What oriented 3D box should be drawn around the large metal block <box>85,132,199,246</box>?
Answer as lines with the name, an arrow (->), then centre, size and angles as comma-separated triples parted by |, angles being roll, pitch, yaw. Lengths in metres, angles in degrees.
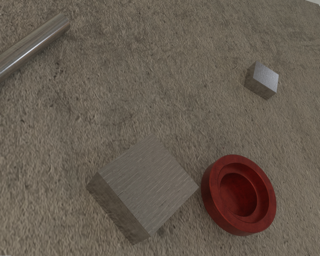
large metal block -> -0.019, 0.065, 0.338 | 0.080, 0.050, 0.081 | 49, 51, 6

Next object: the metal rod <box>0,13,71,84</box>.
metal rod -> -0.194, -0.044, 0.325 | 0.025, 0.025, 0.301 | 36, 51, -5

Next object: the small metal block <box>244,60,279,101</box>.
small metal block -> 0.182, -0.085, 0.553 | 0.050, 0.025, 0.050 | 30, 52, -9

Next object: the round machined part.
round machined part -> 0.094, 0.086, 0.391 | 0.099, 0.042, 0.098 | 14, 56, -21
